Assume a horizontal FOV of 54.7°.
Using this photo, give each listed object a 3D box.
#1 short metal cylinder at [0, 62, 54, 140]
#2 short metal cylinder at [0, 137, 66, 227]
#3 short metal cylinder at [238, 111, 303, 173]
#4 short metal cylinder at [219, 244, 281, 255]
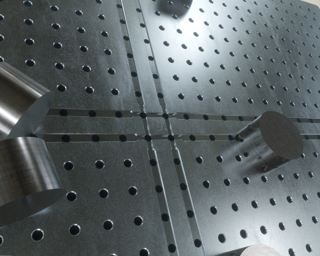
[{"bbox_3d":[-0.150,-0.017,0.302,0.050,0.080,0.080,34,51,-6],"label":"short metal cylinder"},{"bbox_3d":[-0.131,0.050,0.272,0.081,0.080,0.050,-17,71,-35],"label":"short metal cylinder"},{"bbox_3d":[0.166,0.021,0.468,0.081,0.050,0.080,14,56,-21],"label":"short metal cylinder"},{"bbox_3d":[0.101,0.174,0.340,0.081,0.050,0.080,14,56,-21],"label":"short metal cylinder"}]
